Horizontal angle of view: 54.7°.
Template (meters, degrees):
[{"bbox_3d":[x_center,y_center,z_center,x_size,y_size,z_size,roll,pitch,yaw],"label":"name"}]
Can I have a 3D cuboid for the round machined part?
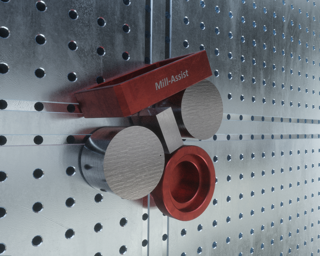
[{"bbox_3d":[0.027,0.071,0.416,0.099,0.042,0.097,0,90,-40],"label":"round machined part"}]

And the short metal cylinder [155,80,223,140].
[{"bbox_3d":[0.041,-0.024,0.422,0.081,0.050,0.079,0,90,-40],"label":"short metal cylinder"}]

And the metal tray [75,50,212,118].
[{"bbox_3d":[-0.016,-0.050,0.347,0.131,0.090,0.030,-29,109,-36],"label":"metal tray"}]

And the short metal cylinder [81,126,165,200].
[{"bbox_3d":[-0.042,0.037,0.353,0.081,0.050,0.079,0,90,-40],"label":"short metal cylinder"}]

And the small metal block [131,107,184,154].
[{"bbox_3d":[-0.004,0.003,0.384,0.025,0.050,0.050,-32,110,-36],"label":"small metal block"}]
